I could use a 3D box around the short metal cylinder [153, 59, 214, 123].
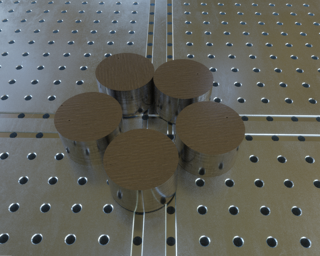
[{"bbox_3d":[0.031,-0.051,0.433,0.081,0.050,0.080,0,50,0],"label":"short metal cylinder"}]

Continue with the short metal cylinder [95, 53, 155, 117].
[{"bbox_3d":[-0.048,-0.063,0.443,0.081,0.050,0.080,0,50,0],"label":"short metal cylinder"}]

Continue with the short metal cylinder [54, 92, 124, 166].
[{"bbox_3d":[-0.086,0.000,0.390,0.081,0.050,0.080,0,50,0],"label":"short metal cylinder"}]

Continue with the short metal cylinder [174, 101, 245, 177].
[{"bbox_3d":[0.058,0.013,0.379,0.081,0.050,0.080,0,51,0],"label":"short metal cylinder"}]

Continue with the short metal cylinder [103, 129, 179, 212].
[{"bbox_3d":[-0.020,0.047,0.350,0.080,0.050,0.080,0,50,1],"label":"short metal cylinder"}]
